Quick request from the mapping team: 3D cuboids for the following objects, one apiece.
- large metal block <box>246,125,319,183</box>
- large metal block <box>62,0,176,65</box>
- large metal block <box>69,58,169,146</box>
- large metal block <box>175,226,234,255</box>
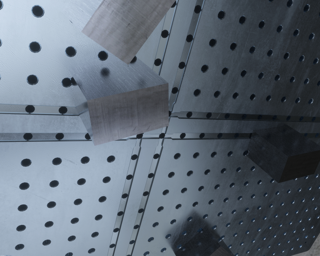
[{"bbox_3d":[0.206,0.040,0.516,0.081,0.080,0.050,-7,122,-25],"label":"large metal block"},{"bbox_3d":[-0.038,-0.116,0.284,0.050,0.080,0.080,31,101,-38],"label":"large metal block"},{"bbox_3d":[-0.045,-0.032,0.332,0.081,0.080,0.050,-15,125,-20],"label":"large metal block"},{"bbox_3d":[0.090,0.250,0.602,0.080,0.050,0.080,-42,130,1],"label":"large metal block"}]
